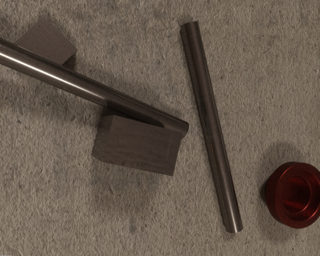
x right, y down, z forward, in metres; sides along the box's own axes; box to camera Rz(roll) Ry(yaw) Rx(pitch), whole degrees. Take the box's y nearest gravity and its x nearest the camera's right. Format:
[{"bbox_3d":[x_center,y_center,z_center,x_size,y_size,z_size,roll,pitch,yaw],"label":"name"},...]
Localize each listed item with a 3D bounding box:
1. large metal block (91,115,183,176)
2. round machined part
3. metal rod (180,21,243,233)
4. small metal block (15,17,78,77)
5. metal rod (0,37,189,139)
[{"bbox_3d":[-0.031,0.020,0.369,0.081,0.080,0.050,15,85,-20],"label":"large metal block"},{"bbox_3d":[0.203,0.100,0.477,0.099,0.042,0.097,0,90,-21],"label":"round machined part"},{"bbox_3d":[0.074,0.002,0.437,0.025,0.025,0.298,-15,95,-20],"label":"metal rod"},{"bbox_3d":[-0.133,-0.090,0.360,0.050,0.025,0.050,45,76,-15],"label":"small metal block"},{"bbox_3d":[-0.092,-0.049,0.353,0.302,0.025,0.025,23,82,-27],"label":"metal rod"}]
